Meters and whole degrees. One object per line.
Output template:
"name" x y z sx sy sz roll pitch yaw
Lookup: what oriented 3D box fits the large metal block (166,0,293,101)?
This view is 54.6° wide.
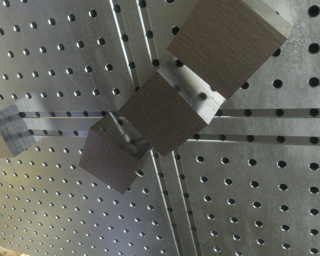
"large metal block" 0.067 -0.089 0.305 0.080 0.050 0.080 40 129 0

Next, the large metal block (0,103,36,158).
"large metal block" -0.283 0.006 0.550 0.080 0.050 0.080 -5 116 30

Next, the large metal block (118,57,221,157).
"large metal block" 0.011 -0.024 0.375 0.080 0.050 0.080 46 129 -4

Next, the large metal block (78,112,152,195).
"large metal block" -0.064 0.037 0.452 0.080 0.050 0.080 32 129 7
